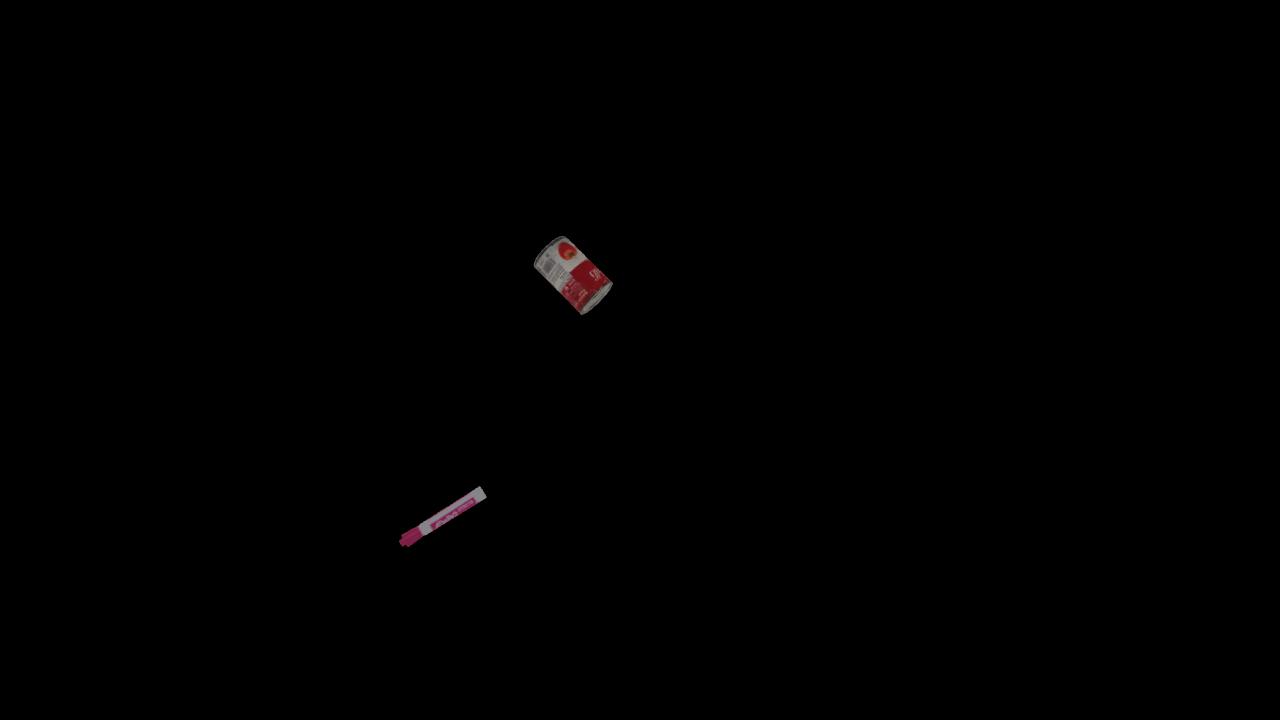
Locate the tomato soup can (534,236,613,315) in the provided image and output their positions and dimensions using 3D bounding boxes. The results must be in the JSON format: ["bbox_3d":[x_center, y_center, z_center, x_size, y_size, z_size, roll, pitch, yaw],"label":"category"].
[{"bbox_3d":[-0.099,-0.125,0.906,0.101,0.068,0.068,45,-4,4],"label":"tomato soup can"}]

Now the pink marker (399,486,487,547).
[{"bbox_3d":[-0.262,0.209,0.819,0.121,0.020,0.020,-31,12,-21],"label":"pink marker"}]
